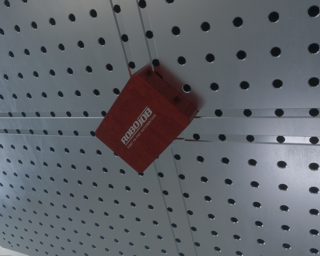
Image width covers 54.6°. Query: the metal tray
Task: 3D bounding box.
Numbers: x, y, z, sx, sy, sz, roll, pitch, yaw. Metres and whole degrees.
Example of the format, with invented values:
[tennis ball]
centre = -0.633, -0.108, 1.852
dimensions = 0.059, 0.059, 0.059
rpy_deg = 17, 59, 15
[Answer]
[metal tray]
centre = -0.023, -0.006, 0.417
dimensions = 0.090, 0.030, 0.129
rpy_deg = 41, 129, 0
